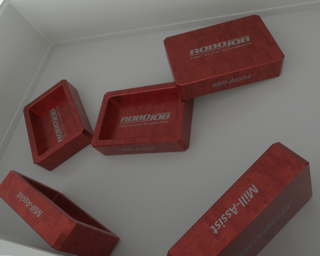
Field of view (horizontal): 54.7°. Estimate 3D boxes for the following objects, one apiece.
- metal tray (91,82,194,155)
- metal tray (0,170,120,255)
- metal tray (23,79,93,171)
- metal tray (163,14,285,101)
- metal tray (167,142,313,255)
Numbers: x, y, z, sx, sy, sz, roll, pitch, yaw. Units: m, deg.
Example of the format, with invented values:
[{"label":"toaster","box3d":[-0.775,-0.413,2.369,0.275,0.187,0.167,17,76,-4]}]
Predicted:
[{"label":"metal tray","box3d":[-0.023,-0.012,0.420,0.130,0.030,0.090,-5,59,25]},{"label":"metal tray","box3d":[-0.120,0.101,0.362,0.130,0.090,0.030,23,74,36]},{"label":"metal tray","box3d":[-0.163,-0.008,0.490,0.090,0.030,0.130,-34,52,5]},{"label":"metal tray","box3d":[0.077,-0.092,0.397,0.131,0.030,0.090,-14,55,2]},{"label":"metal tray","box3d":[0.076,0.083,0.272,0.130,0.090,0.030,-45,51,-3]}]
